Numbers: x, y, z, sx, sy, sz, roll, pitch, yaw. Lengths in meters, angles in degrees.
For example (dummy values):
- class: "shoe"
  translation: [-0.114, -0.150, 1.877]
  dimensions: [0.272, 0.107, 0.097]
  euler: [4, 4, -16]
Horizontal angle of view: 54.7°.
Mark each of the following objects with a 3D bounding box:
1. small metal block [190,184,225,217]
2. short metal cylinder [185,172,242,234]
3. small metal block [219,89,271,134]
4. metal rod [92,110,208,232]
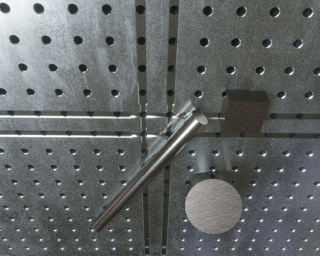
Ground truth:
- class: "small metal block"
  translation: [0.079, 0.121, 0.515]
  dimensions: [0.050, 0.025, 0.050]
  euler: [-8, 130, 6]
- class: "short metal cylinder"
  translation: [0.079, 0.110, 0.464]
  dimensions: [0.080, 0.050, 0.079]
  euler: [0, 94, 6]
- class: "small metal block"
  translation: [0.106, -0.021, 0.395]
  dimensions: [0.050, 0.025, 0.050]
  euler: [2, 130, -2]
- class: "metal rod"
  translation: [-0.030, 0.082, 0.480]
  dimensions: [0.025, 0.025, 0.298]
  euler: [26, 125, -21]
